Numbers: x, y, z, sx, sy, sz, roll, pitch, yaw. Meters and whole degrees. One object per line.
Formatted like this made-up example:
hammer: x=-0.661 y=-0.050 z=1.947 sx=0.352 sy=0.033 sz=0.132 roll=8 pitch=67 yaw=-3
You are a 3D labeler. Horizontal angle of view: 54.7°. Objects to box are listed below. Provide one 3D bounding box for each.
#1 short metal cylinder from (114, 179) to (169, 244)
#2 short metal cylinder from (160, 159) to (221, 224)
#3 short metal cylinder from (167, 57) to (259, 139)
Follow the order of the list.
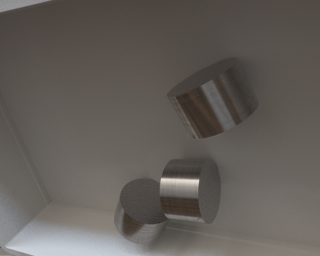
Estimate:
short metal cylinder: x=-0.024 y=0.122 z=0.460 sx=0.080 sy=0.080 sz=0.050 roll=27 pitch=128 yaw=11
short metal cylinder: x=0.041 y=0.080 z=0.400 sx=0.050 sy=0.080 sz=0.080 roll=-3 pitch=117 yaw=29
short metal cylinder: x=0.055 y=-0.032 z=0.324 sx=0.080 sy=0.080 sz=0.050 roll=-20 pitch=108 yaw=35
